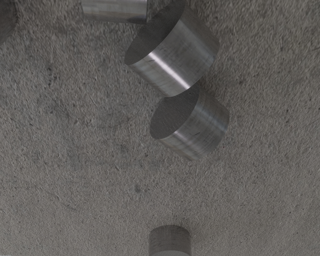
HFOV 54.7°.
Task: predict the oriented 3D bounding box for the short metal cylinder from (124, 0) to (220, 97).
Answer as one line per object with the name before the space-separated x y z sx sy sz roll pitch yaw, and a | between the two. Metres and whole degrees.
short metal cylinder | 0.011 -0.077 0.305 0.080 0.080 0.050 -36 122 26

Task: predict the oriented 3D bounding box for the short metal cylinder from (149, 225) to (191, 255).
short metal cylinder | 0.019 0.227 0.585 0.081 0.050 0.079 0 130 0

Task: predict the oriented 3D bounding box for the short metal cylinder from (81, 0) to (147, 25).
short metal cylinder | -0.034 -0.130 0.260 0.050 0.080 0.079 3 130 -3

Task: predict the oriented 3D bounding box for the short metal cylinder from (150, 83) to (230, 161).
short metal cylinder | 0.034 -0.009 0.364 0.050 0.080 0.080 36 122 -26

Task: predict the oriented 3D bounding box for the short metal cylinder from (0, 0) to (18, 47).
short metal cylinder | -0.187 -0.109 0.296 0.081 0.050 0.079 0 130 0
